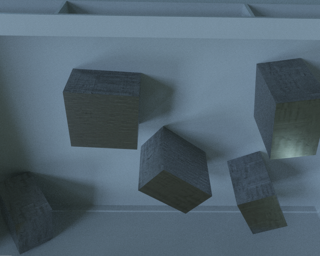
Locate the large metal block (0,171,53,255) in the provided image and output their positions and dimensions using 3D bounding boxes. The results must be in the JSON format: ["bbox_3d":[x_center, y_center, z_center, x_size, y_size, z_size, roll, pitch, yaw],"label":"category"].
[{"bbox_3d":[-0.205,0.128,0.471,0.050,0.080,0.079,-20,140,-35],"label":"large metal block"}]

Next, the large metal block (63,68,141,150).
[{"bbox_3d":[-0.065,-0.022,0.373,0.081,0.050,0.079,3,130,-3],"label":"large metal block"}]

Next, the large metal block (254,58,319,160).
[{"bbox_3d":[0.144,-0.022,0.355,0.050,0.080,0.080,-7,130,5],"label":"large metal block"}]

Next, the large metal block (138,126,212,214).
[{"bbox_3d":[0.020,0.057,0.421,0.080,0.080,0.050,32,123,-24],"label":"large metal block"}]

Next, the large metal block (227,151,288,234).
[{"bbox_3d":[0.142,0.095,0.455,0.050,0.080,0.080,-20,127,16],"label":"large metal block"}]
